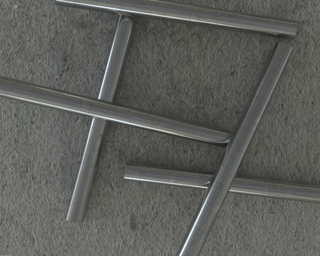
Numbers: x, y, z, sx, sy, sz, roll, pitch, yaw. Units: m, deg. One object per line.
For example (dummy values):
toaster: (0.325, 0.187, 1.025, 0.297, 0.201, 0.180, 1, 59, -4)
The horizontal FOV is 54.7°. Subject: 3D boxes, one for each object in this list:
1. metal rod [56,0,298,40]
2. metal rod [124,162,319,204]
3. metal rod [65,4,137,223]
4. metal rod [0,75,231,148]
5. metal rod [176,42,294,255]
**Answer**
metal rod: (0.027, -0.145, 0.392, 0.302, 0.025, 0.025, 6, 90, -7)
metal rod: (0.105, 0.075, 0.410, 0.302, 0.025, 0.025, 7, 90, 0)
metal rod: (-0.075, -0.024, 0.409, 0.025, 0.025, 0.298, 15, 90, 0)
metal rod: (-0.056, -0.019, 0.386, 0.302, 0.025, 0.025, 13, 90, -10)
metal rod: (0.098, 0.025, 0.391, 0.025, 0.025, 0.299, 27, 82, 0)
